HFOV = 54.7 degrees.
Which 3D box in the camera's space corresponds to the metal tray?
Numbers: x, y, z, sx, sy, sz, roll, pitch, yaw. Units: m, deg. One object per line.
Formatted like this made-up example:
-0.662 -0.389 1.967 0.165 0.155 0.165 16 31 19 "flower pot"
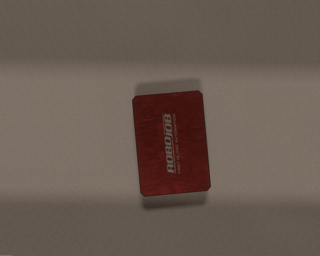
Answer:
0.015 0.020 0.409 0.091 0.030 0.129 -5 90 -1 "metal tray"
